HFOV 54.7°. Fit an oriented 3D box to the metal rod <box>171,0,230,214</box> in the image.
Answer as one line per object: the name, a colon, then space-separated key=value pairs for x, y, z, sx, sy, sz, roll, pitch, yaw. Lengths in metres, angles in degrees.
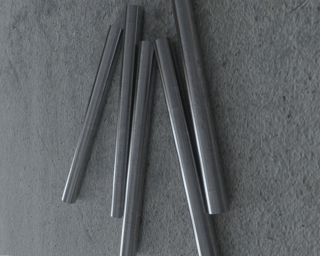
metal rod: x=0.043 y=-0.052 z=0.369 sx=0.025 sy=0.025 sz=0.298 roll=-15 pitch=80 yaw=39

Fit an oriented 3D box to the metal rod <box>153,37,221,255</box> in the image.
metal rod: x=0.033 y=0.032 z=0.377 sx=0.025 sy=0.025 sz=0.299 roll=-19 pitch=78 yaw=38

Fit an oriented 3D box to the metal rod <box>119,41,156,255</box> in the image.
metal rod: x=-0.030 y=0.033 z=0.429 sx=0.025 sy=0.025 sz=0.298 roll=10 pitch=96 yaw=39

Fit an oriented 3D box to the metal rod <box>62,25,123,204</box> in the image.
metal rod: x=-0.109 y=-0.012 z=0.495 sx=0.025 sy=0.025 sz=0.298 roll=31 pitch=109 yaw=36

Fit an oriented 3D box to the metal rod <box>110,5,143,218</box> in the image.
metal rod: x=-0.048 y=-0.020 z=0.444 sx=0.025 sy=0.025 sz=0.298 roll=8 pitch=95 yaw=40
